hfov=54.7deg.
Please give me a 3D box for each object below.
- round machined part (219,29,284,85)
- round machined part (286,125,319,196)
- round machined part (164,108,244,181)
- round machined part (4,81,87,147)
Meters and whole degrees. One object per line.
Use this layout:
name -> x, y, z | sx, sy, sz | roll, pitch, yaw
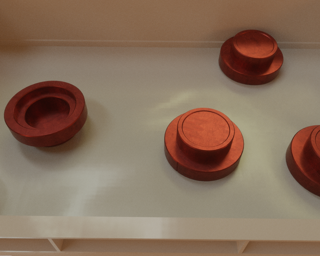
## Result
round machined part -> 0.145, -0.117, 0.488 | 0.099, 0.042, 0.098 | 0, 55, 0
round machined part -> 0.206, 0.033, 0.368 | 0.099, 0.042, 0.098 | 0, 50, 0
round machined part -> 0.054, 0.013, 0.383 | 0.099, 0.042, 0.098 | 0, 50, 0
round machined part -> -0.144, -0.014, 0.405 | 0.099, 0.042, 0.098 | 0, 50, 0
